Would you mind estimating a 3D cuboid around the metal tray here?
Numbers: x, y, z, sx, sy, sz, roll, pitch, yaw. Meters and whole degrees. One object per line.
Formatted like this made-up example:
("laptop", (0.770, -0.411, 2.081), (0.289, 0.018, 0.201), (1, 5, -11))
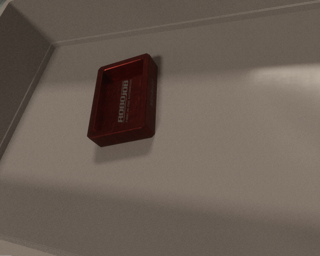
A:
("metal tray", (-0.052, -0.042, 0.453), (0.090, 0.030, 0.130), (-11, 57, 21))
